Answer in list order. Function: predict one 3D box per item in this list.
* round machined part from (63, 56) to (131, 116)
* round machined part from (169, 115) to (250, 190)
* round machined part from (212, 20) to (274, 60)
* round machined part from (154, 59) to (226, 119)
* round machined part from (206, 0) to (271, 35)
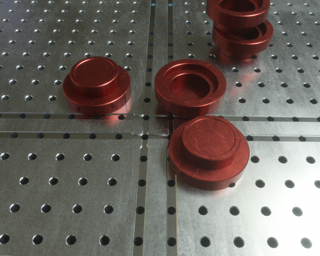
[{"bbox_3d":[-0.092,-0.068,0.453,0.099,0.042,0.098,0,50,0],"label":"round machined part"},{"bbox_3d":[0.060,0.022,0.378,0.099,0.042,0.098,0,50,0],"label":"round machined part"},{"bbox_3d":[0.137,-0.154,0.527,0.099,0.042,0.098,0,50,0],"label":"round machined part"},{"bbox_3d":[0.042,-0.051,0.440,0.099,0.042,0.098,0,50,0],"label":"round machined part"},{"bbox_3d":[0.123,-0.188,0.501,0.099,0.042,0.098,0,50,0],"label":"round machined part"}]
